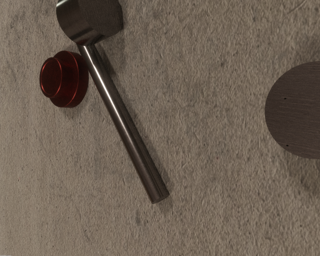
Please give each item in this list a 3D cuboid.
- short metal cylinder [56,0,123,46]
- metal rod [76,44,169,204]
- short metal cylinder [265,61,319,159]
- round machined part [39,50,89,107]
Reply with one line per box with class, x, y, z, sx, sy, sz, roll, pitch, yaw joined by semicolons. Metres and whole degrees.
short metal cylinder;-0.101;-0.165;0.450;0.050;0.081;0.080;-10;84;39
metal rod;-0.065;-0.030;0.456;0.025;0.025;0.299;-42;65;32
short metal cylinder;0.141;-0.015;0.272;0.080;0.050;0.079;0;90;39
round machined part;-0.170;-0.084;0.531;0.098;0.042;0.097;0;90;39
